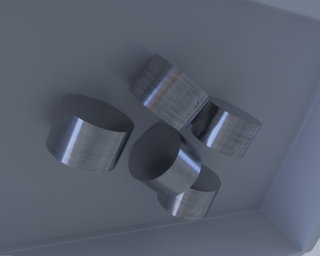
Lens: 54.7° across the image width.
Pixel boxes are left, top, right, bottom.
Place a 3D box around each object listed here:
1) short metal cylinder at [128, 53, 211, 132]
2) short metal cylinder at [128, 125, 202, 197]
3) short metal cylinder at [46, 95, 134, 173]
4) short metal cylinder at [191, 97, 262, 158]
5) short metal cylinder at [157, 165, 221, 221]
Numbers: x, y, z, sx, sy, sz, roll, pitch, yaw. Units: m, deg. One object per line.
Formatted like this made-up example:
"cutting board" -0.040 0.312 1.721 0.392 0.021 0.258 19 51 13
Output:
"short metal cylinder" 0.011 -0.040 0.354 0.080 0.080 0.050 33 100 -38
"short metal cylinder" 0.006 0.043 0.403 0.080 0.080 0.050 -45 129 3
"short metal cylinder" -0.075 0.005 0.335 0.081 0.080 0.050 14 111 -34
"short metal cylinder" 0.089 -0.002 0.420 0.081 0.080 0.050 13 111 -34
"short metal cylinder" 0.041 0.087 0.449 0.081 0.080 0.050 4 116 -31
